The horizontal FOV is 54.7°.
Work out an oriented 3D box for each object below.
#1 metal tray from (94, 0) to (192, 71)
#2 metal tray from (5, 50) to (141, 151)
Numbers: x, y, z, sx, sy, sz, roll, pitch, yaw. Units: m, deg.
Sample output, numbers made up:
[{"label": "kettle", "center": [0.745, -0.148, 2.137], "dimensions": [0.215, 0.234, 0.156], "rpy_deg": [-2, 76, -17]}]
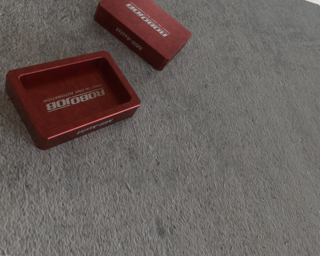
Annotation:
[{"label": "metal tray", "center": [-0.024, -0.159, 0.484], "dimensions": [0.130, 0.030, 0.090], "rpy_deg": [39, 51, -2]}, {"label": "metal tray", "center": [-0.099, -0.038, 0.369], "dimensions": [0.131, 0.030, 0.090], "rpy_deg": [-24, 75, -37]}]
